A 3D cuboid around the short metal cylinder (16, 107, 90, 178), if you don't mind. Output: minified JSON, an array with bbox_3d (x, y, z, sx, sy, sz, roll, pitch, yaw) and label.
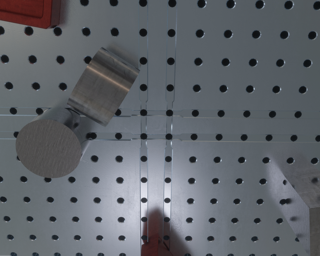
[{"bbox_3d":[-0.137,0.018,0.405,0.081,0.050,0.079,0,110,0],"label":"short metal cylinder"}]

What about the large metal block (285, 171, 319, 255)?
[{"bbox_3d":[0.215,0.117,0.429,0.050,0.080,0.079,-10,110,3],"label":"large metal block"}]

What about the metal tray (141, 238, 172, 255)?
[{"bbox_3d":[0.017,0.244,0.468,0.030,0.090,0.130,-29,108,10],"label":"metal tray"}]

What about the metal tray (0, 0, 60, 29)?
[{"bbox_3d":[-0.157,-0.184,0.341,0.091,0.030,0.129,10,110,-4],"label":"metal tray"}]

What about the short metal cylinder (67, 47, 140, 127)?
[{"bbox_3d":[-0.066,-0.048,0.366,0.050,0.080,0.080,31,107,-11],"label":"short metal cylinder"}]
